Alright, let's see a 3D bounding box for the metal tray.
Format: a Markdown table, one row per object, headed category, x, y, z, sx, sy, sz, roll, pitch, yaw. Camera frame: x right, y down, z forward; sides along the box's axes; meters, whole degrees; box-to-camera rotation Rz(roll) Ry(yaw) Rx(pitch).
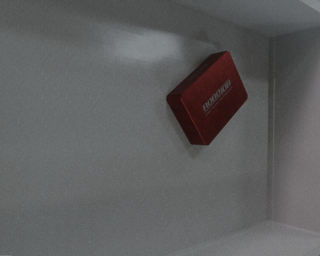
| category | x | y | z | sx | sy | sz | roll | pitch | yaw |
| --- | --- | --- | --- | --- | --- | --- | --- | --- | --- |
| metal tray | 0.077 | -0.046 | 0.470 | 0.131 | 0.030 | 0.090 | -45 | 117 | -31 |
